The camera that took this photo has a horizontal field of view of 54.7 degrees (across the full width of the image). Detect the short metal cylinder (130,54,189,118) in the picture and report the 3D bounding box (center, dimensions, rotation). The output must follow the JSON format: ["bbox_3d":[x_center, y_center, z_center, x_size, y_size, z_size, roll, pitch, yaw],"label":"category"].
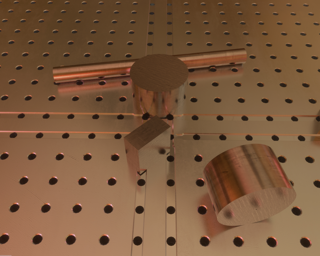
[{"bbox_3d":[-0.001,-0.061,0.443,0.080,0.050,0.080,0,50,0],"label":"short metal cylinder"}]

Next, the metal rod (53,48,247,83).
[{"bbox_3d":[-0.012,-0.099,0.490,0.302,0.025,0.025,-7,51,-6],"label":"metal rod"}]

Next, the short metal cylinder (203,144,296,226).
[{"bbox_3d":[0.090,0.060,0.322,0.081,0.080,0.050,-9,51,-7],"label":"short metal cylinder"}]

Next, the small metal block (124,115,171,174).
[{"bbox_3d":[-0.014,0.020,0.374,0.050,0.050,0.025,-36,59,-26],"label":"small metal block"}]

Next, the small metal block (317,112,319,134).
[{"bbox_3d":[0.246,-0.011,0.418,0.050,0.025,0.050,18,52,14],"label":"small metal block"}]
